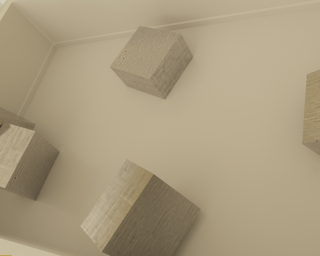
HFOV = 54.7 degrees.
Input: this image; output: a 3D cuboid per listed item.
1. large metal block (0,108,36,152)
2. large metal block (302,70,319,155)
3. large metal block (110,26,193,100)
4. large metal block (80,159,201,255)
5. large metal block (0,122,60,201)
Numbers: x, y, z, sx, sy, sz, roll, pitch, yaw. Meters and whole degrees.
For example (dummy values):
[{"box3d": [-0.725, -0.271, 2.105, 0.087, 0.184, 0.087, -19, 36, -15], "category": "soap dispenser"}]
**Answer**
[{"box3d": [-0.249, -0.003, 0.453, 0.080, 0.080, 0.050, 23, 89, 17], "category": "large metal block"}, {"box3d": [0.184, -0.018, 0.283, 0.080, 0.050, 0.080, -20, 48, 53], "category": "large metal block"}, {"box3d": [-0.012, -0.097, 0.456, 0.080, 0.050, 0.080, 23, 74, 36], "category": "large metal block"}, {"box3d": [-0.018, 0.091, 0.317, 0.050, 0.080, 0.080, 19, 71, 53], "category": "large metal block"}, {"box3d": [-0.197, 0.049, 0.436, 0.050, 0.080, 0.080, 15, 68, 13], "category": "large metal block"}]
